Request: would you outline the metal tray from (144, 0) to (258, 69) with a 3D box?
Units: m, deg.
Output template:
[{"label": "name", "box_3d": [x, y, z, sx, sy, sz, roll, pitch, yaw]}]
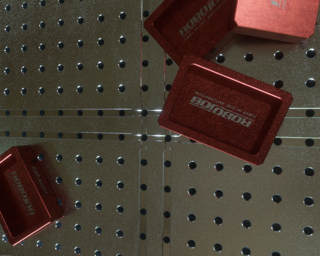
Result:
[{"label": "metal tray", "box_3d": [0.055, -0.143, 0.390, 0.130, 0.030, 0.090, -43, 77, 14]}]

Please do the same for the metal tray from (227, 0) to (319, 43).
[{"label": "metal tray", "box_3d": [0.132, -0.169, 0.346, 0.091, 0.030, 0.129, 8, 93, -4]}]

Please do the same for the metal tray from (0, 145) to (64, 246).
[{"label": "metal tray", "box_3d": [-0.219, 0.103, 0.485, 0.090, 0.030, 0.130, -34, 79, 16]}]

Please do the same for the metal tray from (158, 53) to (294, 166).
[{"label": "metal tray", "box_3d": [0.074, -0.022, 0.365, 0.131, 0.030, 0.089, 22, 98, 2]}]
